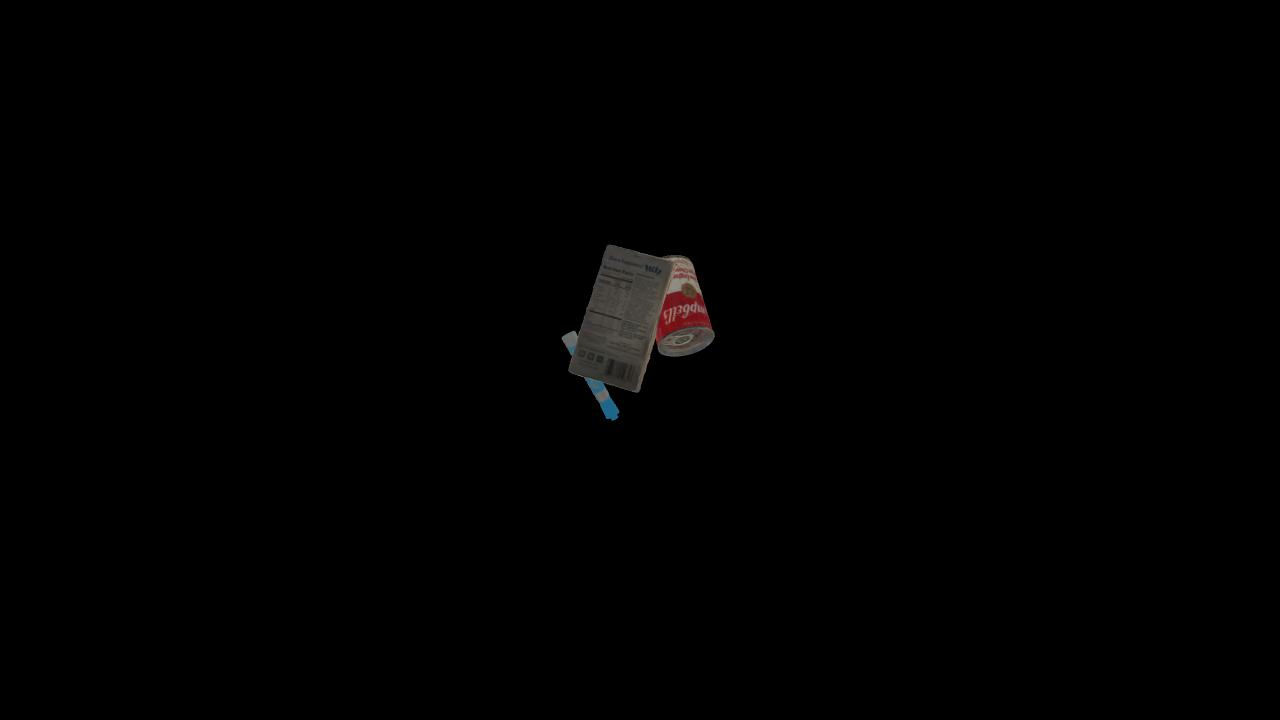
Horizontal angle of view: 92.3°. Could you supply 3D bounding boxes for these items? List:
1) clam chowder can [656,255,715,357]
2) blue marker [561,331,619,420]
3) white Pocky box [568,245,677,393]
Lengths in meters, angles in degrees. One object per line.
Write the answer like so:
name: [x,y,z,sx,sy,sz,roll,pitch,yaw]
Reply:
clam chowder can: [0.042,-0.064,0.725,0.068,0.102,0.068,-11,-25,-5]
blue marker: [-0.059,0.021,0.750,0.020,0.121,0.020,-27,12,6]
white Pocky box: [-0.020,-0.047,0.700,0.084,0.154,0.028,17,-2,11]
